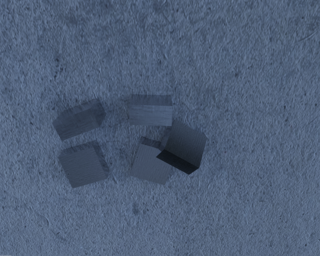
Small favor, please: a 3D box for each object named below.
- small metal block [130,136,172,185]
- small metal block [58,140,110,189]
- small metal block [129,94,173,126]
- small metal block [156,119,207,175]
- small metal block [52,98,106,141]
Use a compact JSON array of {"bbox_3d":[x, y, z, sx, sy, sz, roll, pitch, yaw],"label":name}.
[{"bbox_3d":[-0.010,0.045,0.426,0.050,0.025,0.050,17,109,-6],"label":"small metal block"},{"bbox_3d":[-0.104,0.050,0.427,0.050,0.025,0.050,-17,109,6],"label":"small metal block"},{"bbox_3d":[-0.011,-0.023,0.388,0.050,0.050,0.025,2,110,-1],"label":"small metal block"},{"bbox_3d":[0.029,0.025,0.403,0.050,0.050,0.025,29,142,-10],"label":"small metal block"},{"bbox_3d":[-0.100,-0.012,0.391,0.050,0.050,0.025,-20,109,7],"label":"small metal block"}]
